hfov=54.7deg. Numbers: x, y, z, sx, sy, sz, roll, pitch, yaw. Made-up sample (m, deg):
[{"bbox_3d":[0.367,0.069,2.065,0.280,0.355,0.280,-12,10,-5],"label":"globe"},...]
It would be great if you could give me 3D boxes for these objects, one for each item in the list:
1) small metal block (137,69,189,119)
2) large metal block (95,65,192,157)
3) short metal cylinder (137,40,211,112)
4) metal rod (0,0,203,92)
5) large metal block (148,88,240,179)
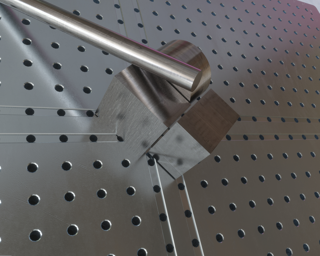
[{"bbox_3d":[0.005,-0.049,0.443,0.050,0.025,0.050,41,51,-1],"label":"small metal block"},{"bbox_3d":[-0.023,-0.023,0.377,0.080,0.080,0.050,44,51,2],"label":"large metal block"},{"bbox_3d":[0.017,-0.064,0.389,0.080,0.080,0.050,45,51,2],"label":"short metal cylinder"},{"bbox_3d":[-0.090,-0.115,0.364,0.301,0.025,0.025,27,49,16],"label":"metal rod"},{"bbox_3d":[0.042,0.008,0.390,0.050,0.080,0.080,45,51,2],"label":"large metal block"}]
